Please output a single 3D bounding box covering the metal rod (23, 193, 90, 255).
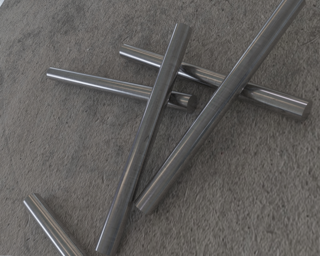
[{"bbox_3d":[-0.077,0.164,0.344,0.300,0.025,0.025,31,79,38],"label":"metal rod"}]

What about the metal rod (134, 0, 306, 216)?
[{"bbox_3d":[0.069,-0.028,0.358,0.025,0.025,0.299,36,90,38],"label":"metal rod"}]

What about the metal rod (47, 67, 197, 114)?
[{"bbox_3d":[-0.078,-0.065,0.484,0.300,0.025,0.025,16,70,34],"label":"metal rod"}]

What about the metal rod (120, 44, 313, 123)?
[{"bbox_3d":[0.050,-0.072,0.421,0.300,0.025,0.025,27,77,37],"label":"metal rod"}]

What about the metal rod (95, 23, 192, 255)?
[{"bbox_3d":[-0.015,0.003,0.385,0.025,0.025,0.299,10,74,32],"label":"metal rod"}]
